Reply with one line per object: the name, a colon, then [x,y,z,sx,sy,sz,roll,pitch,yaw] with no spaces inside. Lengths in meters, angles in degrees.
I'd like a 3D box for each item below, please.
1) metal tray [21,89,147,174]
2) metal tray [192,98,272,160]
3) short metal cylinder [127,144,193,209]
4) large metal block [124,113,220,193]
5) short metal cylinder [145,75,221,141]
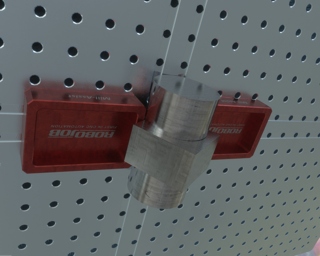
metal tray: [-0.089,0.005,0.362,0.131,0.030,0.089,1,118,-29]
metal tray: [0.096,0.002,0.461,0.131,0.030,0.089,1,118,-29]
short metal cylinder: [0.001,0.062,0.414,0.081,0.080,0.050,2,118,-29]
large metal block: [0.017,0.024,0.381,0.080,0.080,0.050,-26,137,-57]
short metal cylinder: [0.026,-0.026,0.373,0.081,0.080,0.050,1,118,-29]
